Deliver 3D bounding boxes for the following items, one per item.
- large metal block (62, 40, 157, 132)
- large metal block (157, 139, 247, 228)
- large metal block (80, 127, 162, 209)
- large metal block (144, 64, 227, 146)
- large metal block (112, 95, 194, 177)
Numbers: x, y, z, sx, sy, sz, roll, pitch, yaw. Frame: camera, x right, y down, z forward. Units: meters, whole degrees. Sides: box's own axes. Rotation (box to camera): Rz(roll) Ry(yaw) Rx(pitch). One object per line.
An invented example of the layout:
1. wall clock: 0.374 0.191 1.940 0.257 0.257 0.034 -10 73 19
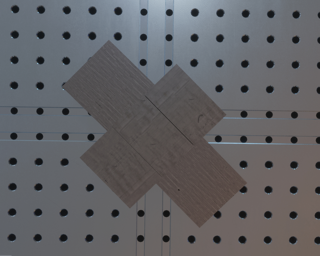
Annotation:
1. large metal block: -0.061 -0.050 0.397 0.080 0.050 0.080 45 91 -1
2. large metal block: 0.050 0.065 0.402 0.080 0.050 0.080 -44 91 1
3. large metal block: -0.044 0.044 0.386 0.050 0.080 0.080 -44 91 0
4. large metal block: 0.028 -0.026 0.387 0.050 0.080 0.080 -44 91 0
5. large metal block: -0.008 0.009 0.386 0.050 0.080 0.080 -44 91 0
